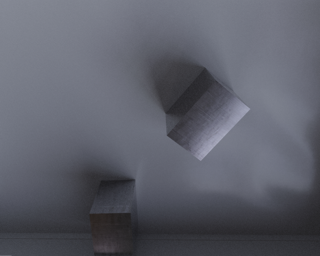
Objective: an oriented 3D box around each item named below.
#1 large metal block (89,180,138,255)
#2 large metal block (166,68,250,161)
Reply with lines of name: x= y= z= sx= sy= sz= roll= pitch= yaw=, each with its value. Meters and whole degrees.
large metal block: x=-0.060 y=0.127 z=0.428 sx=0.050 sy=0.080 sz=0.079 roll=-1 pitch=110 yaw=0
large metal block: x=0.052 y=-0.020 z=0.375 sx=0.050 sy=0.080 sz=0.080 roll=37 pitch=106 yaw=-13
